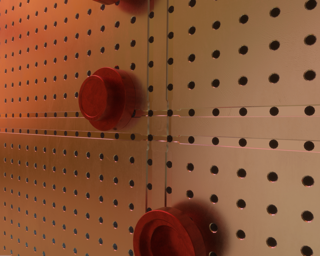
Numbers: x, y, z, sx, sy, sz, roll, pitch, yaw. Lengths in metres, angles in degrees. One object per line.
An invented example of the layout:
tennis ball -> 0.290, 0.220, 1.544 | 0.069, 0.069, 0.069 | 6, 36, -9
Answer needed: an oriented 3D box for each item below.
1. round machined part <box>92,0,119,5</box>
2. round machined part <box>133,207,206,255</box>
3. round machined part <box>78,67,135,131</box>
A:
round machined part -> -0.069, -0.231, 0.456 | 0.098, 0.042, 0.097 | 0, 90, 40
round machined part -> 0.016, 0.148, 0.386 | 0.098, 0.042, 0.097 | 0, 90, 40
round machined part -> -0.087, -0.044, 0.471 | 0.098, 0.042, 0.097 | 0, 90, 40
